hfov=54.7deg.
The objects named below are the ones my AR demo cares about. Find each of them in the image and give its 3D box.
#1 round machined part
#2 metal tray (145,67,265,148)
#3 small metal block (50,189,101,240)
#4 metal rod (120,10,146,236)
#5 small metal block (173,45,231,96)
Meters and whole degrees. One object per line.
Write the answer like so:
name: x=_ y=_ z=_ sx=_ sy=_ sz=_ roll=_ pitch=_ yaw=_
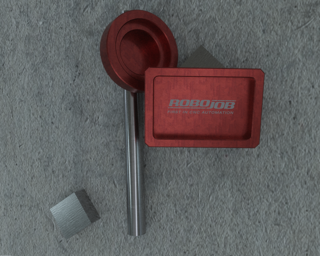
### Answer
round machined part: x=-0.029 y=-0.092 z=0.388 sx=0.042 sy=0.099 sz=0.097 roll=-3 pitch=89 yaw=57
metal tray: x=0.048 y=-0.024 z=0.358 sx=0.131 sy=0.030 sz=0.089 roll=1 pitch=101 yaw=-1
small metal block: x=-0.123 y=0.125 z=0.451 sx=0.050 sy=0.025 sz=0.050 roll=-35 pitch=79 yaw=16
metal rod: x=-0.036 y=-0.007 z=0.420 sx=0.025 sy=0.025 sz=0.298 roll=-2 pitch=89 yaw=19
small metal block: x=0.054 y=-0.067 z=0.390 sx=0.050 sy=0.025 sz=0.050 roll=-46 pitch=76 yaw=14
